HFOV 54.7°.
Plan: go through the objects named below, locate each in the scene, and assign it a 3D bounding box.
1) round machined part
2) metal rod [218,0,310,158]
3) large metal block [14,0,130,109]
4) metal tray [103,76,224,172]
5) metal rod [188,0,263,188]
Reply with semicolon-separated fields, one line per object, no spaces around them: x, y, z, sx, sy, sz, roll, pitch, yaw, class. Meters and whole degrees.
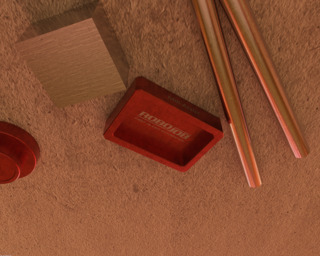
-0.222;0.040;0.427;0.099;0.042;0.097;-1;130;0;round machined part
0.120;-0.064;0.354;0.025;0.025;0.300;-25;126;19;metal rod
-0.086;-0.075;0.325;0.080;0.050;0.080;-15;129;11;large metal block
0.005;0.001;0.404;0.131;0.030;0.090;26;125;-21;metal tray
0.092;-0.024;0.388;0.025;0.025;0.299;-17;129;13;metal rod
